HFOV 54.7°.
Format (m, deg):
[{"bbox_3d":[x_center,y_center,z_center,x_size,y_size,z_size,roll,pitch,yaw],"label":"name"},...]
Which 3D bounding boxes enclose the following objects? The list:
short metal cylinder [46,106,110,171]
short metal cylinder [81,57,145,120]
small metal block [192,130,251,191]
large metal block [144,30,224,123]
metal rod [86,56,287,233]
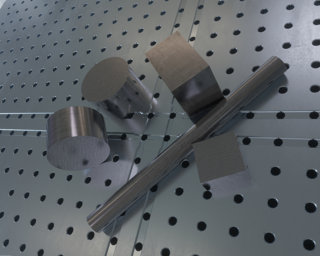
[{"bbox_3d":[-0.112,0.016,0.422,0.080,0.080,0.050,-26,53,12],"label":"short metal cylinder"},{"bbox_3d":[-0.069,-0.059,0.465,0.080,0.050,0.080,-13,56,21],"label":"short metal cylinder"},{"bbox_3d":[0.068,0.037,0.350,0.050,0.025,0.050,-20,54,16],"label":"small metal block"},{"bbox_3d":[0.034,-0.062,0.393,0.050,0.080,0.080,-35,51,5],"label":"large metal block"},{"bbox_3d":[0.033,0.020,0.378,0.300,0.025,0.025,-41,51,0],"label":"metal rod"}]
